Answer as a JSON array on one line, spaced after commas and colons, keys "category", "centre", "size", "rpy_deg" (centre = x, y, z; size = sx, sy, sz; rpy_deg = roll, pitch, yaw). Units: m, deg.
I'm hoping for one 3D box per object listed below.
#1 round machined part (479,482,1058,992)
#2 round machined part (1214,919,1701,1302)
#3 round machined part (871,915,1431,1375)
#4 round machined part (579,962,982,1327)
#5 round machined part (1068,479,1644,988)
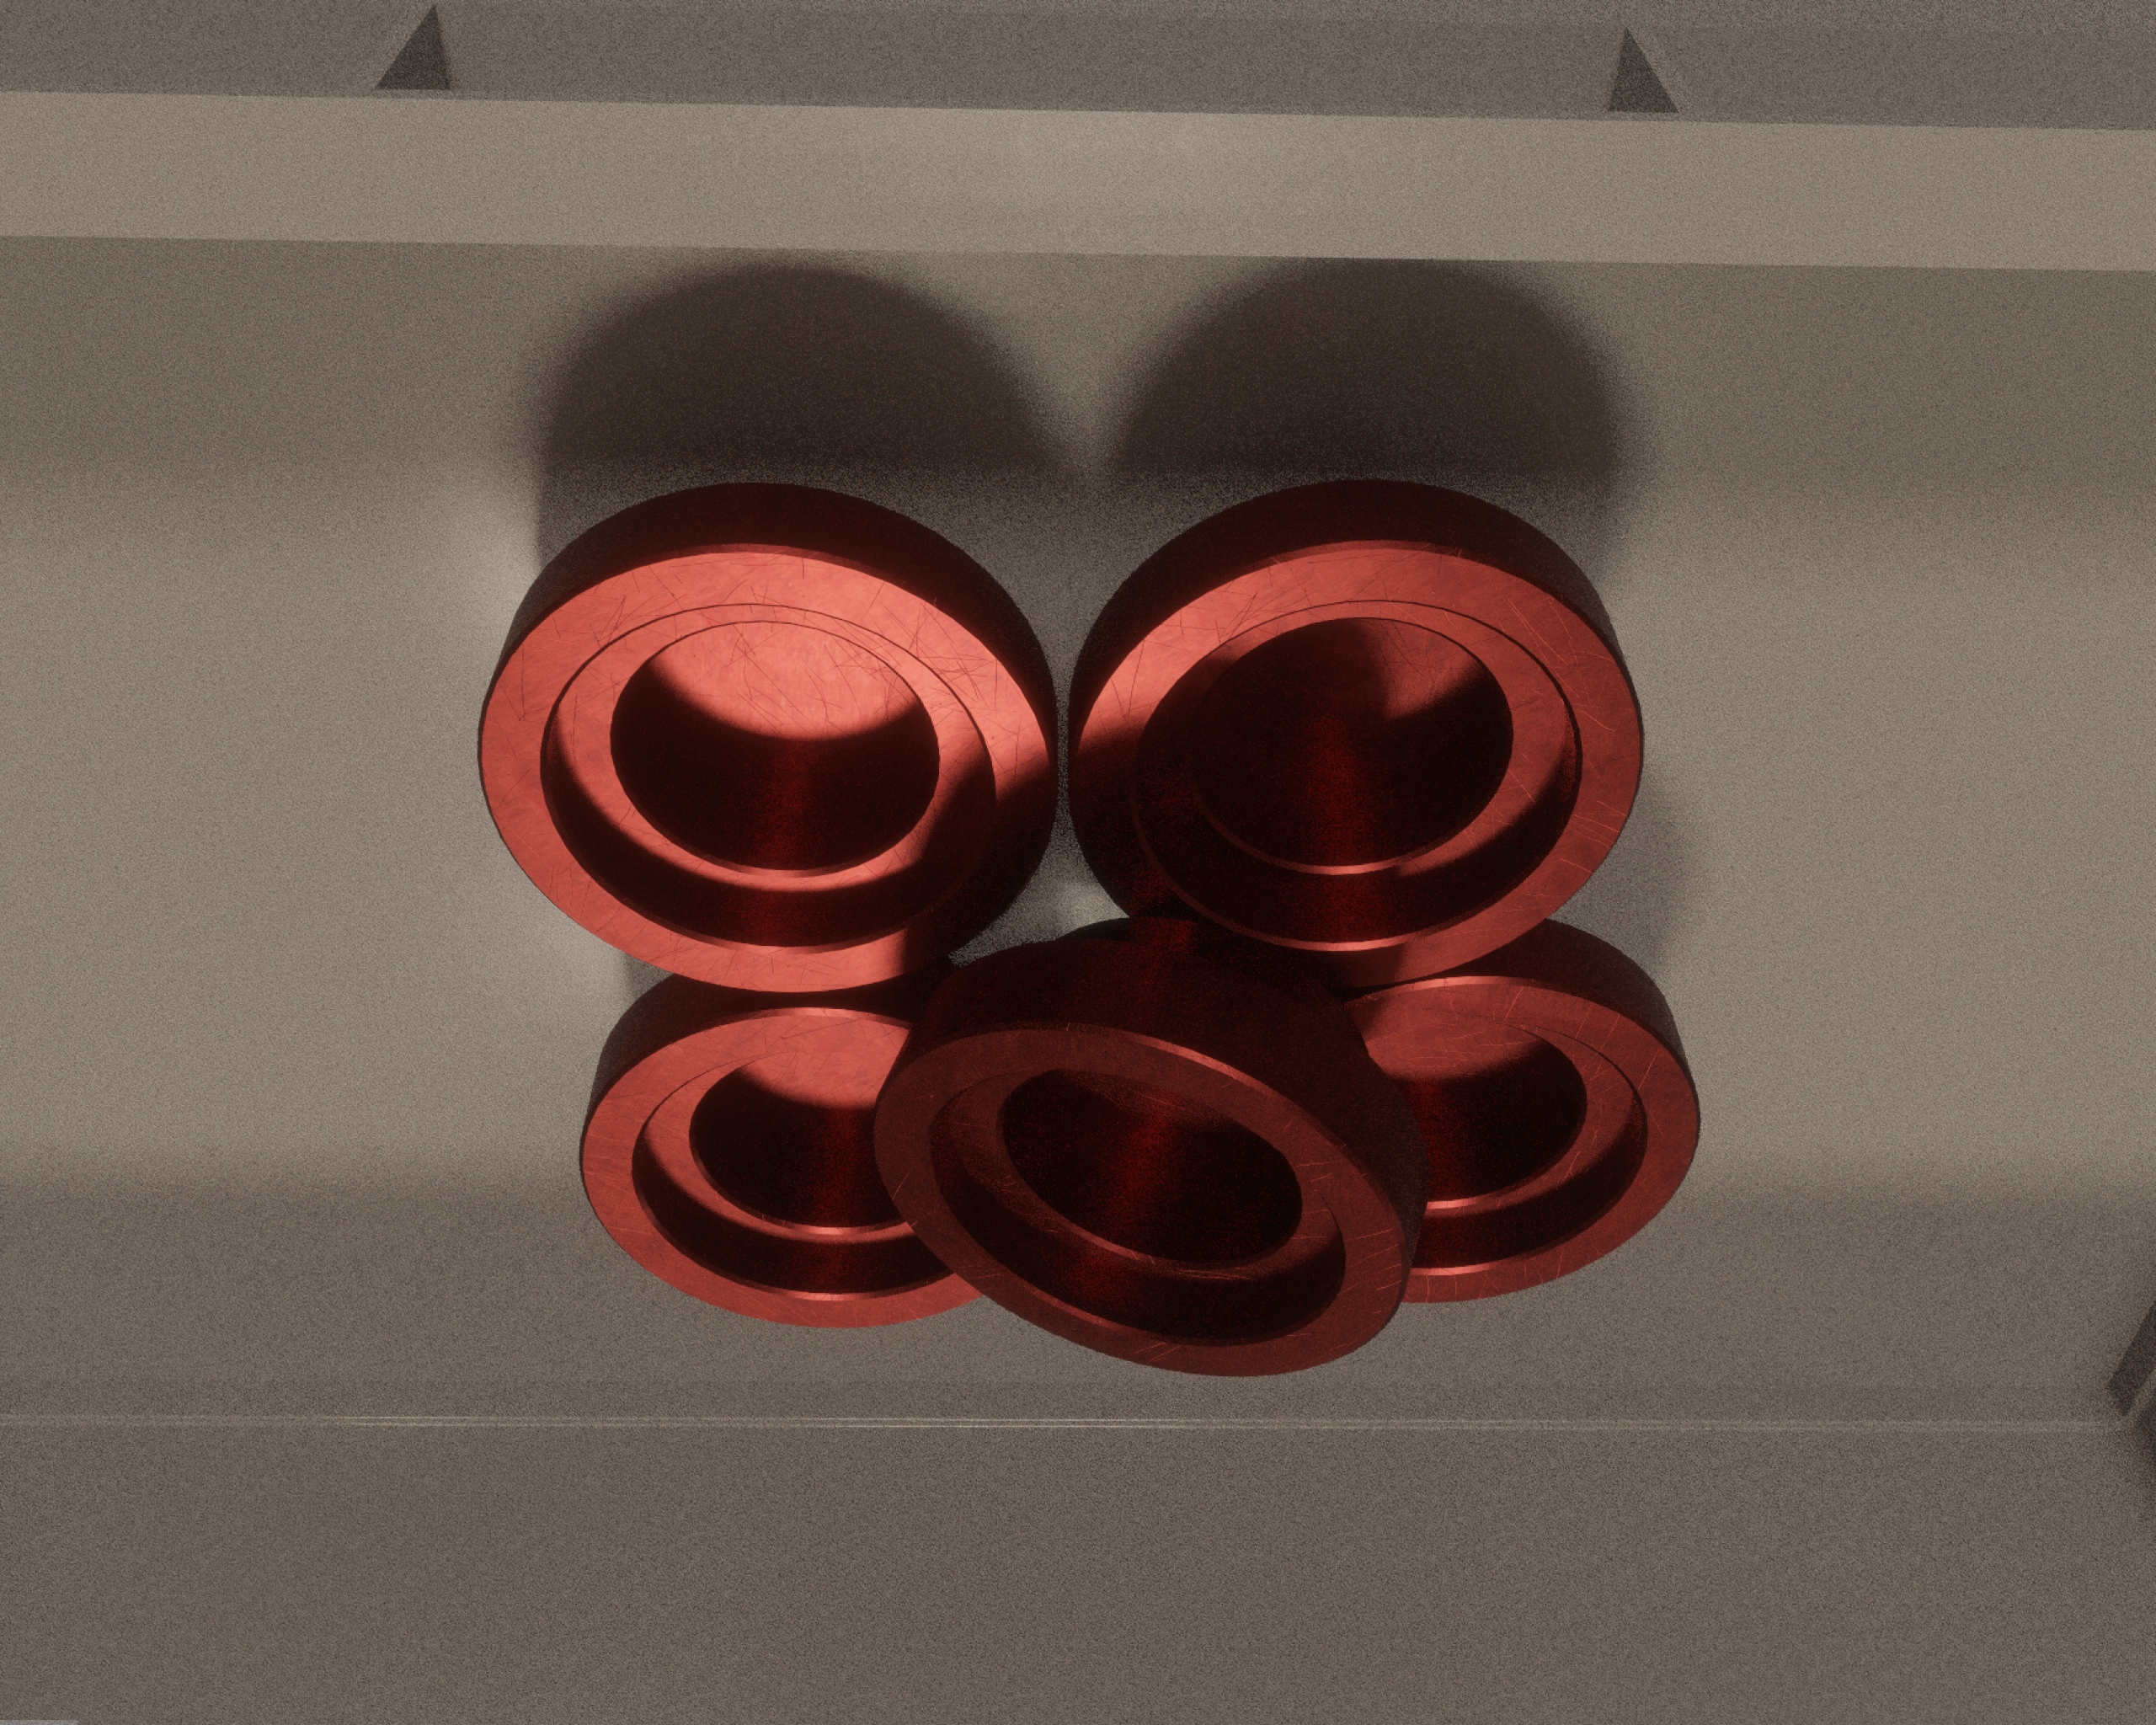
[{"category": "round machined part", "centre": [-0.053, -0.026, 0.373], "size": [0.099, 0.042, 0.097], "rpy_deg": [-1, 130, 0]}, {"category": "round machined part", "centre": [0.076, 0.045, 0.435], "size": [0.099, 0.042, 0.097], "rpy_deg": [-1, 130, 0]}, {"category": "round machined part", "centre": [0.016, 0.048, 0.381], "size": [0.098, 0.042, 0.097], "rpy_deg": [13, 137, 13]}, {"category": "round machined part", "centre": [-0.052, 0.051, 0.439], "size": [0.099, 0.042, 0.097], "rpy_deg": [-1, 130, 0]}, {"category": "round machined part", "centre": [0.047, -0.026, 0.374], "size": [0.099, 0.042, 0.097], "rpy_deg": [-1, 130, 0]}]
